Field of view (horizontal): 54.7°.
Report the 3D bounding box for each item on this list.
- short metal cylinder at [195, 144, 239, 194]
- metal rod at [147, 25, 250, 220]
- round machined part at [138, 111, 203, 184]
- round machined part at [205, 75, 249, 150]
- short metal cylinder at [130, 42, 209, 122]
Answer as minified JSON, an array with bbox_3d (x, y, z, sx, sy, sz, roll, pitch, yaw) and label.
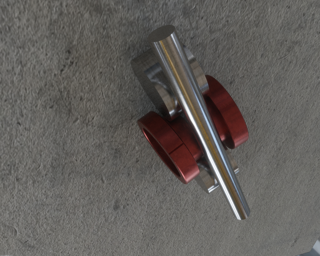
[{"bbox_3d":[0.066,0.046,0.439,0.050,0.080,0.080,-34,129,-6],"label":"short metal cylinder"},{"bbox_3d":[0.059,0.021,0.352,0.025,0.025,0.299,-35,129,-6],"label":"metal rod"},{"bbox_3d":[0.018,0.018,0.382,0.042,0.098,0.098,-37,130,-9],"label":"round machined part"},{"bbox_3d":[0.064,-0.014,0.390,0.042,0.098,0.098,-31,129,-3],"label":"round machined part"},{"bbox_3d":[0.010,-0.054,0.346,0.050,0.080,0.080,-34,129,-6],"label":"short metal cylinder"}]
